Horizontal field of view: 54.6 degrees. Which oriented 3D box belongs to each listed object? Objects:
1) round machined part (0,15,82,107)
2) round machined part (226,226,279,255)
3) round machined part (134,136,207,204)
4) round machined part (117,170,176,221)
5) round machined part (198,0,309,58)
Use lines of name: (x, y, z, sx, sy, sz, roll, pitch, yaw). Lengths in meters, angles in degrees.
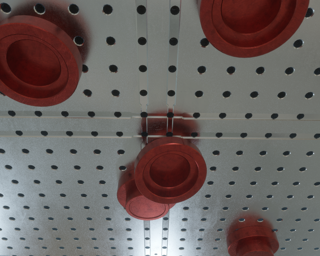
round machined part: (-0.134, -0.074, 0.336, 0.099, 0.042, 0.097, 0, 130, 0)
round machined part: (0.182, 0.236, 0.602, 0.099, 0.042, 0.097, 0, 130, 0)
round machined part: (0.013, 0.055, 0.436, 0.099, 0.042, 0.097, -3, 115, -6)
round machined part: (-0.019, 0.111, 0.494, 0.099, 0.042, 0.097, 0, 130, 0)
round machined part: (0.086, -0.121, 0.298, 0.099, 0.042, 0.097, 0, 130, 0)
